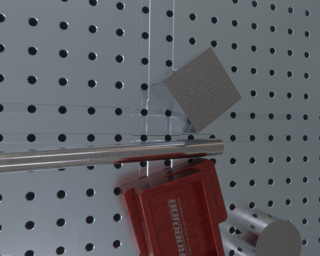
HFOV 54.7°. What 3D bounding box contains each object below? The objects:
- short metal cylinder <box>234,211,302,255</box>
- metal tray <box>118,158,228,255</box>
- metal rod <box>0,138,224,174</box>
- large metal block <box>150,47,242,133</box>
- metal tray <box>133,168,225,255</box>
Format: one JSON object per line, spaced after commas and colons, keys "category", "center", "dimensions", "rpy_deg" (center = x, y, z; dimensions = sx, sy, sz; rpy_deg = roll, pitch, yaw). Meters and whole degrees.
{"category": "short metal cylinder", "center": [0.159, 0.169, 0.458], "dimensions": [0.081, 0.050, 0.079], "rpy_deg": [0, 90, -20]}
{"category": "metal tray", "center": [0.020, 0.102, 0.417], "dimensions": [0.131, 0.030, 0.089], "rpy_deg": [-17, 96, -19]}
{"category": "metal rod", "center": [-0.057, 0.033, 0.391], "dimensions": [0.303, 0.025, 0.025], "rpy_deg": [-3, 91, -20]}
{"category": "large metal block", "center": [0.048, -0.049, 0.417], "dimensions": [0.080, 0.050, 0.080], "rpy_deg": [-38, 102, -16]}
{"category": "metal tray", "center": [0.026, 0.125, 0.387], "dimensions": [0.091, 0.030, 0.129], "rpy_deg": [-14, 95, -20]}
